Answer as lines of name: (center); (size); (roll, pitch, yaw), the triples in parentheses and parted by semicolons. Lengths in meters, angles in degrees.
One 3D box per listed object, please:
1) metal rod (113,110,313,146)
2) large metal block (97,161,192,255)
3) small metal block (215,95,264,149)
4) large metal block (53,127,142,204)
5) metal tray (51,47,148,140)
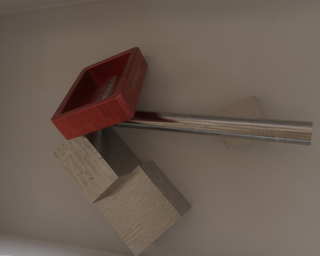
metal rod: (0.021, -0.007, 0.382); (0.301, 0.025, 0.025); (5, 92, 26)
large metal block: (-0.020, 0.102, 0.403); (0.080, 0.050, 0.080); (-45, 77, 14)
small metal block: (0.101, -0.006, 0.375); (0.050, 0.025, 0.050); (-21, 83, 18)
large metal block: (-0.076, 0.044, 0.407); (0.050, 0.080, 0.080); (-45, 76, 15)
metal tray: (-0.069, -0.047, 0.383); (0.090, 0.130, 0.030); (-17, 124, 18)
